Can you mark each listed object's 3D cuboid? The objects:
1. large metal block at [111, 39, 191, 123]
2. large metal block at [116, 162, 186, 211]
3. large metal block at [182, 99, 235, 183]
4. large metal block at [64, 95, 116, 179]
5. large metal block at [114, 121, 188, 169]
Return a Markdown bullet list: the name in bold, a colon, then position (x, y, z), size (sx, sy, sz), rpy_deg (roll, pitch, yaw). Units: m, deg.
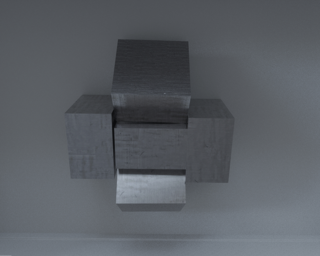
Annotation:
- **large metal block**: position (-0.009, -0.054, 0.354), size (0.081, 0.080, 0.050), rpy_deg (2, 148, -1)
- **large metal block**: position (-0.011, 0.078, 0.402), size (0.081, 0.080, 0.050), rpy_deg (0, 68, -2)
- **large metal block**: position (0.055, 0.013, 0.386), size (0.050, 0.080, 0.079), rpy_deg (1, 110, 0)
- **large metal block**: position (-0.078, 0.008, 0.383), size (0.050, 0.080, 0.079), rpy_deg (1, 110, 0)
- **large metal block**: position (-0.010, 0.010, 0.384), size (0.081, 0.080, 0.050), rpy_deg (1, 110, -1)
